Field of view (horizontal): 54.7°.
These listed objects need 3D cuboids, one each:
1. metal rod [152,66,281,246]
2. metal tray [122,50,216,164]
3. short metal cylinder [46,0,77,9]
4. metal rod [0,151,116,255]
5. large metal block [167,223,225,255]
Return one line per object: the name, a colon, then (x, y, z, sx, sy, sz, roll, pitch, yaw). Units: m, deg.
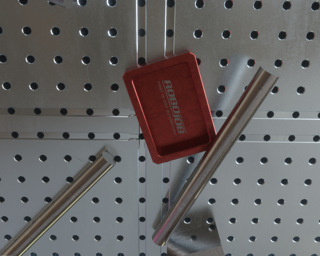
metal rod: (0.060, 0.055, 0.407, 0.025, 0.025, 0.298, 23, 119, -9)
metal tray: (0.016, -0.025, 0.401, 0.090, 0.030, 0.129, -17, 110, 5)
short metal cylinder: (-0.108, -0.172, 0.319, 0.050, 0.080, 0.079, 21, 109, -8)
metal rod: (-0.174, 0.143, 0.463, 0.025, 0.025, 0.299, 42, 104, -14)
large metal block: (0.061, 0.204, 0.476, 0.080, 0.050, 0.080, -17, 110, 5)
